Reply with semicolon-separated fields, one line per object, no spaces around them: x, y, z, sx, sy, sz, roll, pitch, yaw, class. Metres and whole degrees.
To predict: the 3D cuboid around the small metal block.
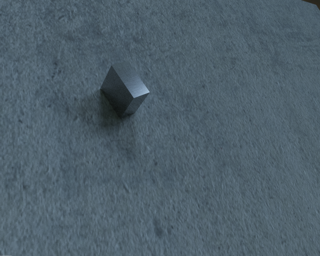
-0.046;-0.048;0.394;0.025;0.050;0.050;-26;76;-37;small metal block
